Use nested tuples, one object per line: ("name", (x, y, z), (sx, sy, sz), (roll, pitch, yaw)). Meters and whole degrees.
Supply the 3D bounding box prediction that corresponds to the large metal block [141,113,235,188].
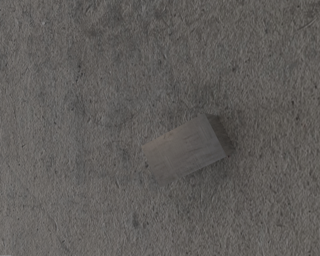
("large metal block", (0.037, 0.024, 0.367), (0.080, 0.080, 0.050), (-28, 81, 18))
